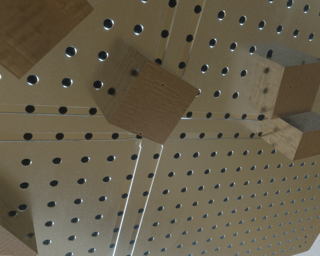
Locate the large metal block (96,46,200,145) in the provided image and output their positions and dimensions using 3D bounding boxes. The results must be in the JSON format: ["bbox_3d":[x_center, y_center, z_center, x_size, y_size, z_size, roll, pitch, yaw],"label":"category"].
[{"bbox_3d":[-0.015,-0.036,0.366,0.080,0.050,0.080,24,105,-37],"label":"large metal block"}]

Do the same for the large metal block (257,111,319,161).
[{"bbox_3d":[0.222,0.004,0.502,0.081,0.080,0.050,-8,122,-25],"label":"large metal block"}]

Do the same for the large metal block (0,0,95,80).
[{"bbox_3d":[-0.111,-0.098,0.255,0.080,0.080,0.050,-43,130,1],"label":"large metal block"}]

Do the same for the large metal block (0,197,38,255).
[{"bbox_3d":[-0.207,0.135,0.366,0.080,0.050,0.080,-32,129,-8],"label":"large metal block"}]

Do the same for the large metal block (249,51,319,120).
[{"bbox_3d":[0.188,-0.065,0.460,0.081,0.050,0.079,-11,123,-23],"label":"large metal block"}]
